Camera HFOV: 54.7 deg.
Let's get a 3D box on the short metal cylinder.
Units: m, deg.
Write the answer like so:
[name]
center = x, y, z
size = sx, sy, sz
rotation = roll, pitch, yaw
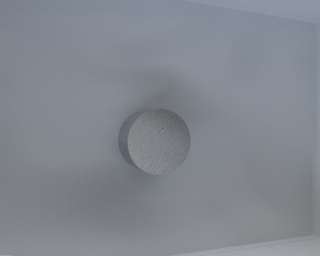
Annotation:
[short metal cylinder]
center = -0.008, 0.016, 0.395
size = 0.081, 0.050, 0.079
rotation = 0, 90, -21
